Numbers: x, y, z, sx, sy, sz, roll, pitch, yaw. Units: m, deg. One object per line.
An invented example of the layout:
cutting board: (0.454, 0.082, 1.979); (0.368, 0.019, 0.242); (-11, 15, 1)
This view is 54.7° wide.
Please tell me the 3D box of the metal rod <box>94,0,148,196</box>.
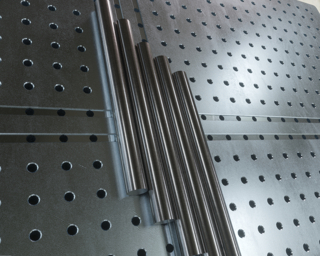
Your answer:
metal rod: (-0.057, -0.059, 0.414); (0.025, 0.025, 0.299); (1, 61, -28)

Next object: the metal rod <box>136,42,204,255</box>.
metal rod: (0.005, 0.010, 0.405); (0.025, 0.025, 0.299); (1, 61, -28)

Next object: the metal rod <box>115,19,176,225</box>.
metal rod: (-0.026, -0.026, 0.410); (0.025, 0.025, 0.299); (1, 61, -28)

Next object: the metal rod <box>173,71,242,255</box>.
metal rod: (0.059, 0.052, 0.409); (0.025, 0.025, 0.299); (1, 61, -28)

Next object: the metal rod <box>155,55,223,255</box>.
metal rod: (0.031, 0.029, 0.408); (0.025, 0.025, 0.299); (1, 61, -28)
